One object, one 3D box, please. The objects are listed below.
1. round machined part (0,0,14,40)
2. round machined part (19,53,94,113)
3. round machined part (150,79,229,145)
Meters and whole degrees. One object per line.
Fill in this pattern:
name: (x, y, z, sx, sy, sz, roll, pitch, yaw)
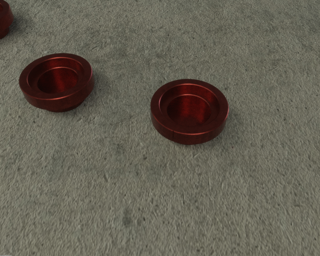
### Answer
round machined part: (-0.309, -0.186, 0.546, 0.099, 0.042, 0.098, 0, 50, 0)
round machined part: (-0.143, -0.060, 0.442, 0.099, 0.042, 0.098, 0, 50, 0)
round machined part: (0.037, -0.016, 0.406, 0.099, 0.042, 0.098, 0, 50, 0)
